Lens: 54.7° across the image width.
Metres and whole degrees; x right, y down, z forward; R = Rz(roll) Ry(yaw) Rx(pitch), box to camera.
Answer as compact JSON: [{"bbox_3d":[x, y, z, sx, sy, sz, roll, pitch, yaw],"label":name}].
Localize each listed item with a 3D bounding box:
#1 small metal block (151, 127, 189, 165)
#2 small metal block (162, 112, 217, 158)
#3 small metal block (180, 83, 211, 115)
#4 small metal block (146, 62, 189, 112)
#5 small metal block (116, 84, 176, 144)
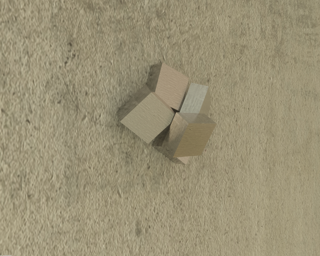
[{"bbox_3d":[0.022,0.016,0.427,0.050,0.025,0.050,40,66,-33],"label":"small metal block"},{"bbox_3d":[0.037,0.009,0.392,0.050,0.025,0.050,0,123,-40],"label":"small metal block"},{"bbox_3d":[0.051,-0.028,0.437,0.050,0.025,0.050,62,47,-64],"label":"small metal block"},{"bbox_3d":[0.008,-0.053,0.415,0.050,0.025,0.050,22,76,-38],"label":"small metal block"},{"bbox_3d":[-0.016,-0.017,0.380,0.050,0.025,0.050,-43,124,9],"label":"small metal block"}]
